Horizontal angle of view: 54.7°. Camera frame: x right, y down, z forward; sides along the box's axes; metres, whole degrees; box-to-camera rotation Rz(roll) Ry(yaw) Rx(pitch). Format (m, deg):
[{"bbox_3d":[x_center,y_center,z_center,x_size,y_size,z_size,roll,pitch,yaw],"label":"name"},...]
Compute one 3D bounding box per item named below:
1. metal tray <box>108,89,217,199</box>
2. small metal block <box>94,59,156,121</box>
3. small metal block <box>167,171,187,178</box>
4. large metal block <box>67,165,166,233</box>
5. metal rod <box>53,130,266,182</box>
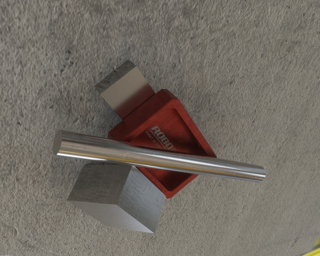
[{"bbox_3d":[0.008,0.025,0.393,0.090,0.030,0.130,-40,130,-2],"label":"metal tray"},{"bbox_3d":[-0.039,-0.043,0.362,0.050,0.025,0.050,-39,130,-2],"label":"small metal block"},{"bbox_3d":[0.033,0.053,0.461,0.050,0.025,0.050,-44,130,2],"label":"small metal block"},{"bbox_3d":[-0.052,0.088,0.389,0.080,0.080,0.050,51,47,-40],"label":"large metal block"},{"bbox_3d":[0.025,0.041,0.378,0.302,0.025,0.025,13,112,-34],"label":"metal rod"}]
